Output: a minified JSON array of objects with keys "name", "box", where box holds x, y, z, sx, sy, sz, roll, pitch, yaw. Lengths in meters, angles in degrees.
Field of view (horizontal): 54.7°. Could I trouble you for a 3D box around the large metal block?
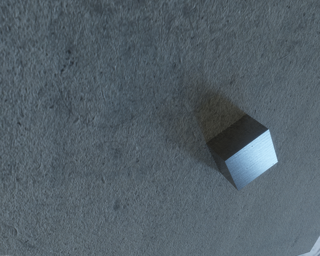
[{"name":"large metal block","box":[0.130,0.039,0.489,0.080,0.050,0.080,-35,129,-5]}]
